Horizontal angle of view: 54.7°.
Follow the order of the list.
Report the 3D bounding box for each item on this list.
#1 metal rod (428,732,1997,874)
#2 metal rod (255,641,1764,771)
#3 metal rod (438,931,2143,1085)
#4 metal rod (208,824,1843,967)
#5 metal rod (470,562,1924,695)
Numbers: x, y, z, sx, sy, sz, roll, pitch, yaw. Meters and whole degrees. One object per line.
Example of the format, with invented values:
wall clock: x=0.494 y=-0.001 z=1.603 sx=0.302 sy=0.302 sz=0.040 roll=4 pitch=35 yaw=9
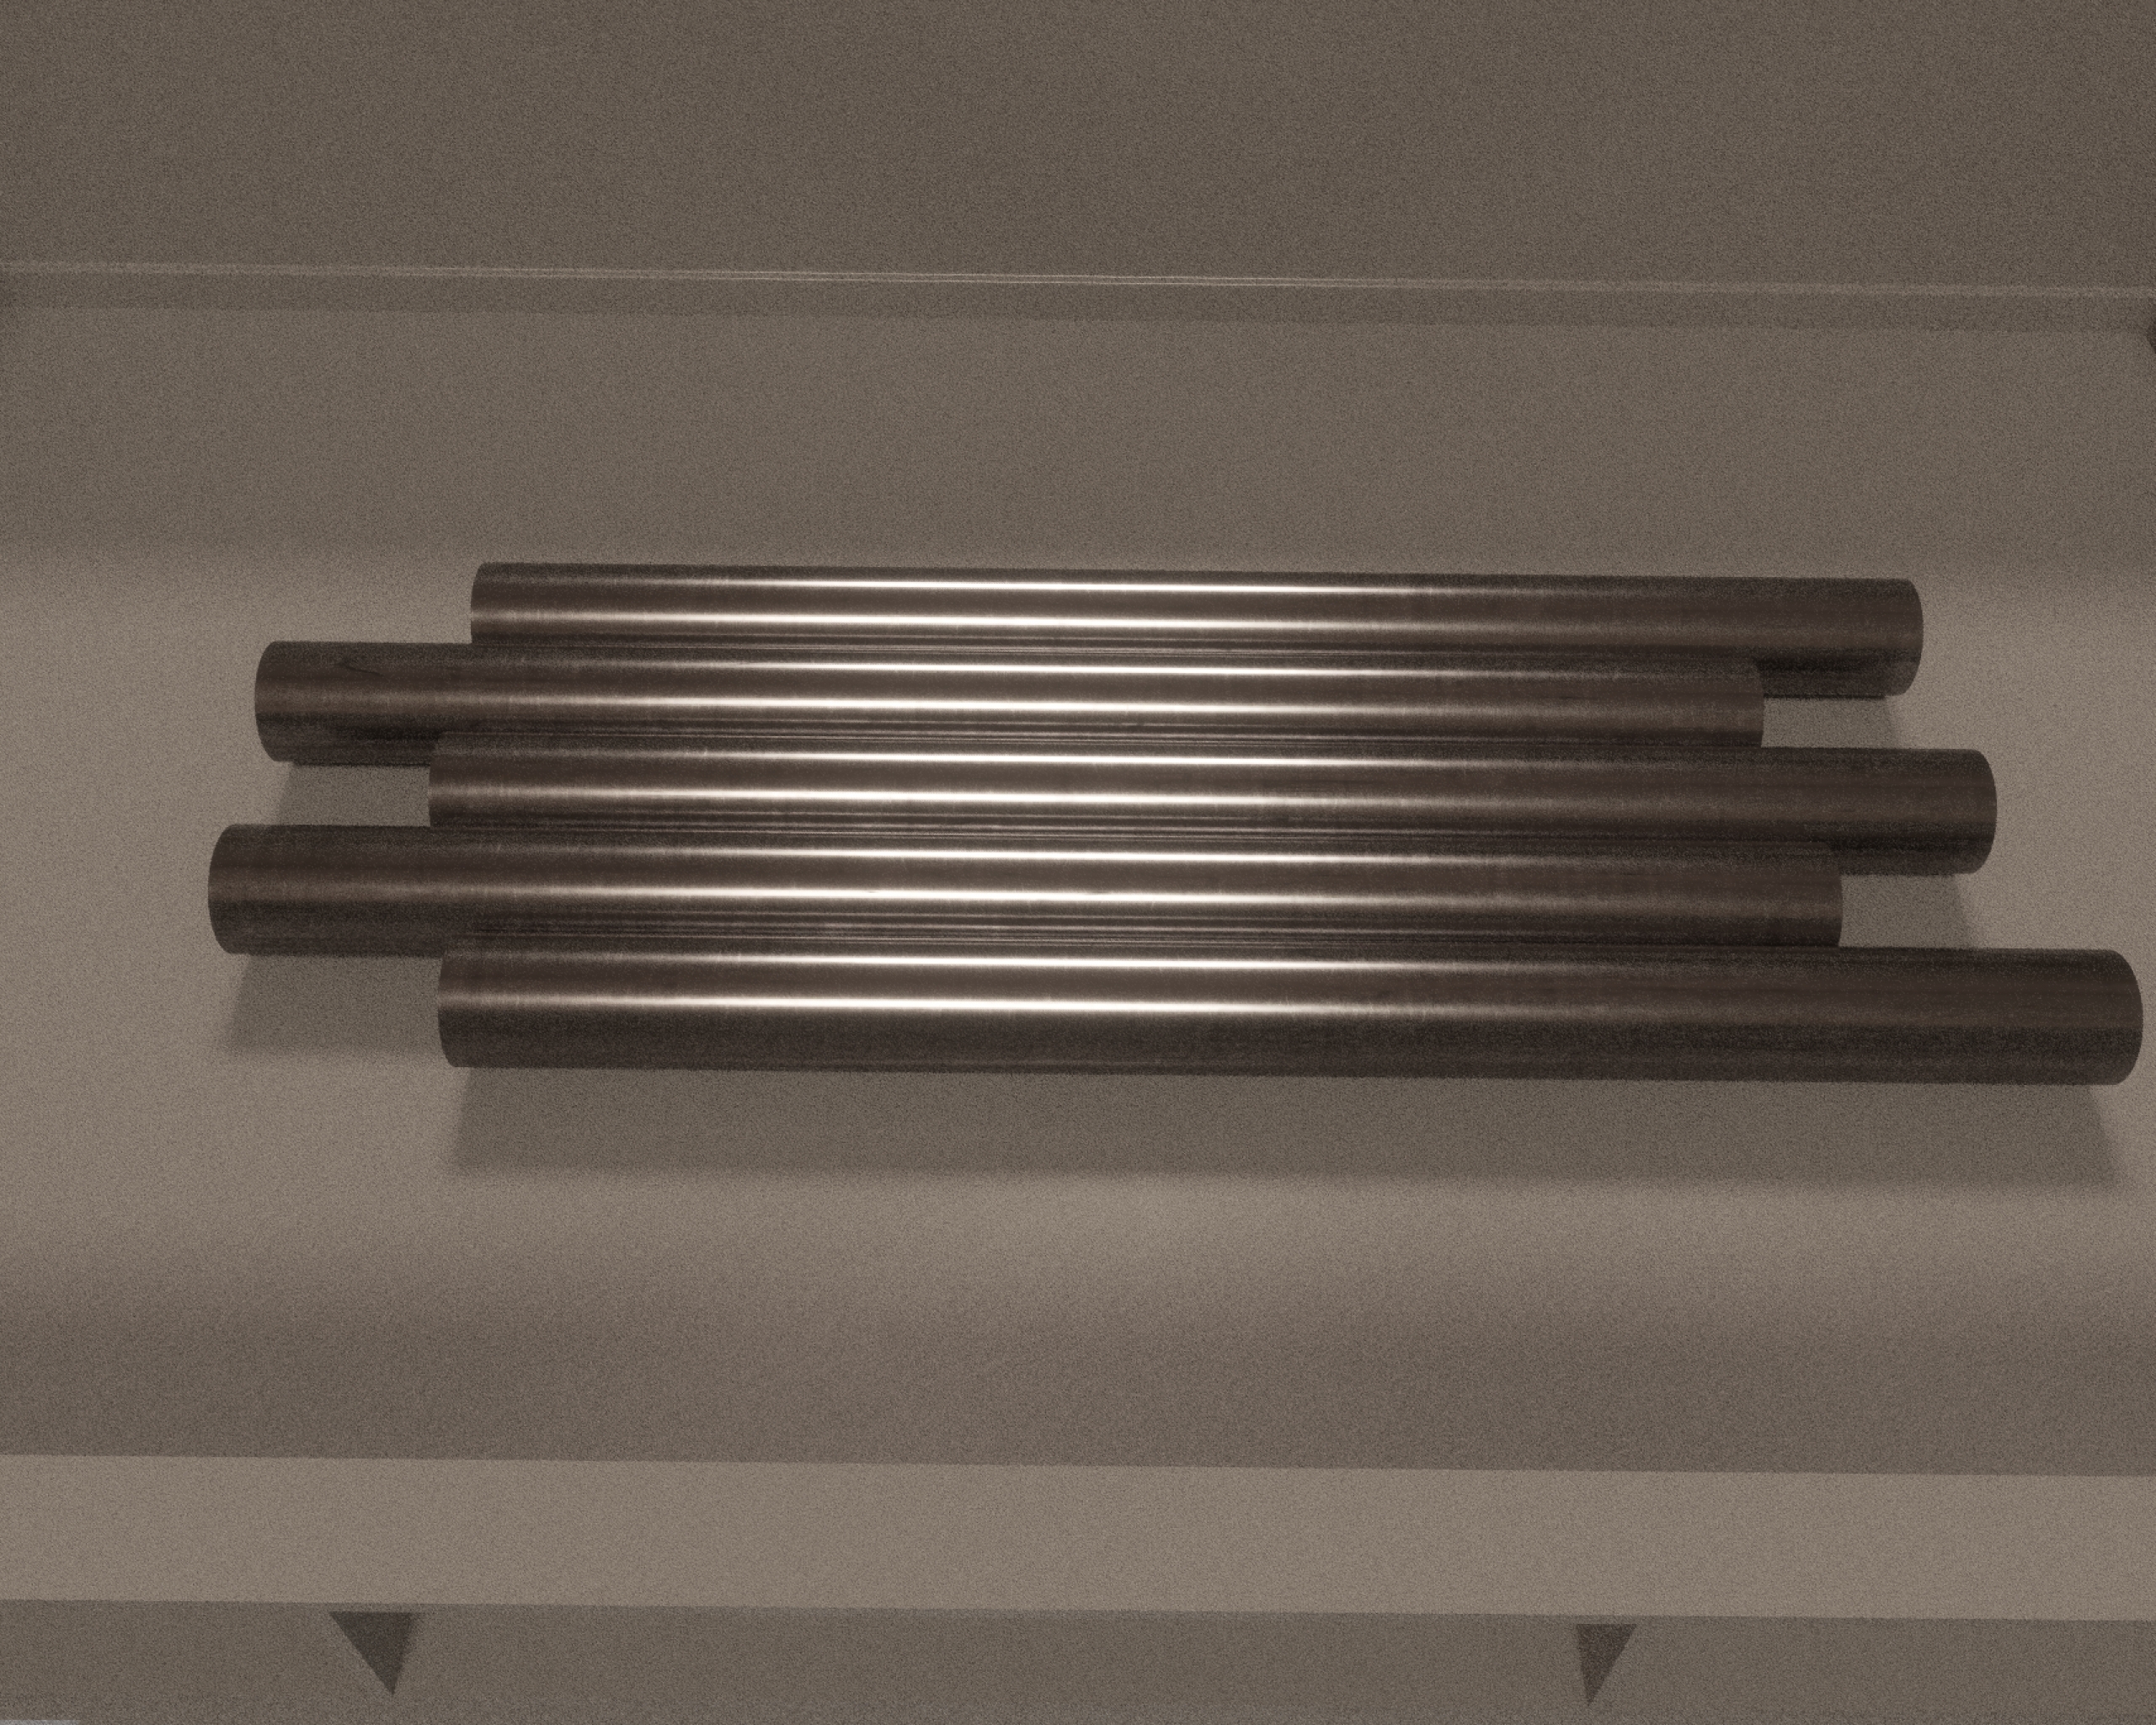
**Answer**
metal rod: x=0.026 y=-0.012 z=0.414 sx=0.302 sy=0.025 sz=0.025 roll=1 pitch=50 yaw=0
metal rod: x=-0.013 y=-0.031 z=0.429 sx=0.302 sy=0.025 sz=0.025 roll=1 pitch=50 yaw=0
metal rod: x=0.038 y=0.027 z=0.381 sx=0.302 sy=0.025 sz=0.025 roll=1 pitch=50 yaw=0
metal rod: x=-0.009 y=0.007 z=0.397 sx=0.302 sy=0.025 sz=0.025 roll=1 pitch=50 yaw=0
metal rod: x=0.025 y=-0.050 z=0.445 sx=0.302 sy=0.025 sz=0.025 roll=1 pitch=50 yaw=0
